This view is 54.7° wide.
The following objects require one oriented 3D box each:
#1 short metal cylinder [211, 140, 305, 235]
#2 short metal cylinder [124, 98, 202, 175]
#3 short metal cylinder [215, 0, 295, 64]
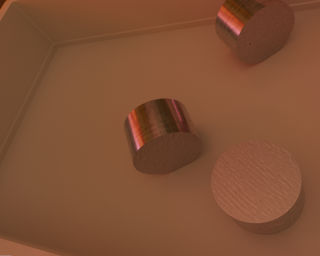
[{"bbox_3d":[0.096,0.058,0.303,0.080,0.050,0.080,-13,56,21],"label":"short metal cylinder"},{"bbox_3d":[0.002,0.011,0.362,0.080,0.080,0.050,-28,52,11],"label":"short metal cylinder"},{"bbox_3d":[0.117,-0.128,0.388,0.080,0.080,0.050,-34,51,6],"label":"short metal cylinder"}]
